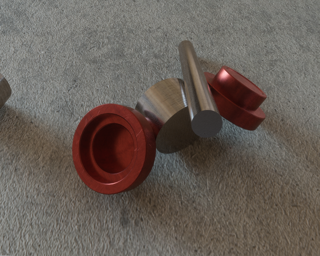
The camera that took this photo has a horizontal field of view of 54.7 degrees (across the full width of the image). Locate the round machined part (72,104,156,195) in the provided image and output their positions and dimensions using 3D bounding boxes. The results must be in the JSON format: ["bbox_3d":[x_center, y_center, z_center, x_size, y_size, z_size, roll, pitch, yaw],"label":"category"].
[{"bbox_3d":[-0.047,0.023,0.350,0.098,0.042,0.097,-2,85,27],"label":"round machined part"}]

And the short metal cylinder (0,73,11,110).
[{"bbox_3d":[-0.247,-0.047,0.404,0.080,0.080,0.050,11,51,8],"label":"short metal cylinder"}]

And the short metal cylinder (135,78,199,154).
[{"bbox_3d":[0.016,-0.014,0.380,0.081,0.080,0.050,-26,55,-20],"label":"short metal cylinder"}]

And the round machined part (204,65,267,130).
[{"bbox_3d":[0.096,-0.044,0.398,0.098,0.042,0.098,29,24,-14],"label":"round machined part"}]

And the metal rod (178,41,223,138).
[{"bbox_3d":[0.041,-0.069,0.385,0.025,0.025,0.300,1,26,1],"label":"metal rod"}]
